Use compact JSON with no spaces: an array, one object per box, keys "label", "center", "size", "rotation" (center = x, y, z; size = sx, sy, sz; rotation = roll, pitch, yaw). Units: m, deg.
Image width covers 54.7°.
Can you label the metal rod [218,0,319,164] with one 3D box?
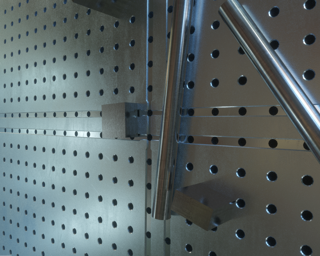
[{"label":"metal rod","center":[0.139,-0.009,0.294],"size":[0.025,0.025,0.299],"rotation":[-40,66,33]}]

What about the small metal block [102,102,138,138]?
[{"label":"small metal block","center":[-0.060,-0.011,0.459],"size":[0.050,0.025,0.050],"rotation":[-2,89,40]}]

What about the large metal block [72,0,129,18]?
[{"label":"large metal block","center":[-0.098,-0.216,0.455],"size":[0.050,0.081,0.080],"rotation":[-51,60,28]}]

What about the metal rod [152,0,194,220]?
[{"label":"metal rod","center":[0.016,-0.031,0.395],"size":[0.025,0.025,0.298],"rotation":[10,96,39]}]

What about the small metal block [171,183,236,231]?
[{"label":"small metal block","center":[0.049,0.088,0.352],"size":[0.050,0.050,0.025],"rotation":[22,104,38]}]
